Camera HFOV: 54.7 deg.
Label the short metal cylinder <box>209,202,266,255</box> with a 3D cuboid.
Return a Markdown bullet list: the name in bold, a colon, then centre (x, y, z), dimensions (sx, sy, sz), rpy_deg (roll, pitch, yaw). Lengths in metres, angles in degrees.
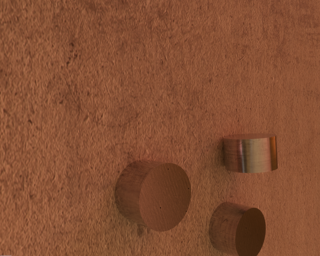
- **short metal cylinder**: centre (0.124, 0.162, 0.492), dimensions (0.081, 0.050, 0.080), rpy_deg (0, 90, -40)

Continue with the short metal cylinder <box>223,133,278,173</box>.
- **short metal cylinder**: centre (0.142, 0.037, 0.488), dimensions (0.081, 0.080, 0.050), rpy_deg (-7, 95, -40)

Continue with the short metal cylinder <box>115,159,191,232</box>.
- **short metal cylinder**: centre (-0.008, 0.081, 0.382), dimensions (0.081, 0.050, 0.080), rpy_deg (0, 90, -40)
